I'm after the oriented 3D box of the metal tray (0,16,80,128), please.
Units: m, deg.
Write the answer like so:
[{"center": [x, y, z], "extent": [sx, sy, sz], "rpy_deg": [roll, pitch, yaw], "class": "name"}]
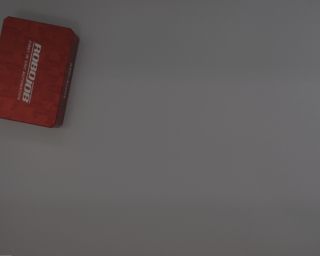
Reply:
[{"center": [-0.166, -0.071, 0.407], "extent": [0.091, 0.030, 0.129], "rpy_deg": [11, 90, 0], "class": "metal tray"}]
